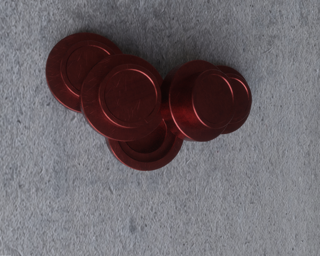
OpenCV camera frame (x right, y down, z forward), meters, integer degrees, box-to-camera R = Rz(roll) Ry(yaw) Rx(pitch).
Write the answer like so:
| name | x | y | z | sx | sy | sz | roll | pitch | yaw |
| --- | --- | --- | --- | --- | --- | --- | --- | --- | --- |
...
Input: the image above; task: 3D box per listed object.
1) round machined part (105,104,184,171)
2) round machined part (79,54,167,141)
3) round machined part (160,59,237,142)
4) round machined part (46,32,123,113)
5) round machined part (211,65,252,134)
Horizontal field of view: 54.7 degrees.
| name | x | y | z | sx | sy | sz | roll | pitch | yaw |
| --- | --- | --- | --- | --- | --- | --- | --- | --- | --- |
| round machined part | -0.022 | 0.003 | 0.394 | 0.099 | 0.042 | 0.097 | 0 | 90 | -21 |
| round machined part | -0.037 | -0.034 | 0.343 | 0.099 | 0.042 | 0.097 | 0 | 90 | -21 |
| round machined part | 0.052 | -0.032 | 0.366 | 0.099 | 0.042 | 0.097 | 1 | 88 | -33 |
| round machined part | -0.084 | -0.066 | 0.370 | 0.099 | 0.042 | 0.097 | 0 | 90 | -21 |
| round machined part | 0.088 | -0.040 | 0.435 | 0.099 | 0.042 | 0.097 | 0 | 90 | -21 |
